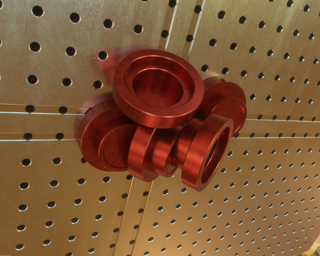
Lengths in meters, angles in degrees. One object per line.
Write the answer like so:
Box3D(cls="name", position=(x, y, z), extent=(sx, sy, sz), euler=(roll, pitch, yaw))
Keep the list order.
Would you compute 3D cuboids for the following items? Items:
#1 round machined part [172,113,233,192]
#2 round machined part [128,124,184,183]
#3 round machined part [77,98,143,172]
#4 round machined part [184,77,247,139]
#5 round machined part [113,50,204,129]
Box3D(cls="round machined part", position=(0.050, 0.026, 0.383), extent=(0.098, 0.042, 0.097), euler=(-47, 151, -37))
Box3D(cls="round machined part", position=(0.004, 0.023, 0.388), extent=(0.098, 0.042, 0.097), euler=(-52, 153, -39))
Box3D(cls="round machined part", position=(-0.049, 0.015, 0.384), extent=(0.099, 0.042, 0.097), euler=(-14, 125, -21))
Box3D(cls="round machined part", position=(0.082, -0.019, 0.435), extent=(0.099, 0.042, 0.097), euler=(-14, 125, -21))
Box3D(cls="round machined part", position=(-0.004, -0.039, 0.346), extent=(0.099, 0.098, 0.042), euler=(-12, 149, -22))
